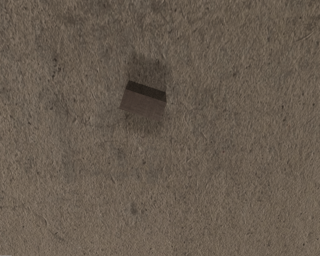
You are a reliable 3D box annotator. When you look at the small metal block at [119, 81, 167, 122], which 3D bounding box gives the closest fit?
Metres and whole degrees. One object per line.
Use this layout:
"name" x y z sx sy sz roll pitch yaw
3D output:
"small metal block" -0.020 -0.035 0.383 0.050 0.050 0.025 18 109 -7
